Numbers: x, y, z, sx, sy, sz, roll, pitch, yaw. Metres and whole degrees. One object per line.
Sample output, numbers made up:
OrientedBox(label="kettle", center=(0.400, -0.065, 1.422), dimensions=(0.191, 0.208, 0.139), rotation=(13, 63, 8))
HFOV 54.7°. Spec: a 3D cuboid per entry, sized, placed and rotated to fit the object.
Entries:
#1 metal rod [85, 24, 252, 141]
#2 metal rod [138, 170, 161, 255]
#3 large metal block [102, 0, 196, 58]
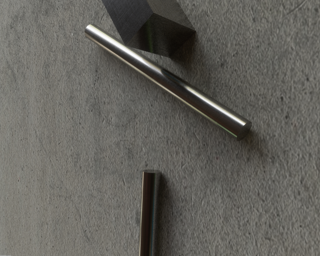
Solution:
OrientedBox(label="metal rod", center=(-0.009, -0.075, 0.410), dimensions=(0.300, 0.025, 0.025), rotation=(38, 113, 33))
OrientedBox(label="metal rod", center=(-0.018, 0.206, 0.417), dimensions=(0.025, 0.025, 0.298), rotation=(4, 93, 39))
OrientedBox(label="large metal block", center=(-0.014, -0.139, 0.379), dimensions=(0.050, 0.081, 0.080), rotation=(-41, 66, 32))
